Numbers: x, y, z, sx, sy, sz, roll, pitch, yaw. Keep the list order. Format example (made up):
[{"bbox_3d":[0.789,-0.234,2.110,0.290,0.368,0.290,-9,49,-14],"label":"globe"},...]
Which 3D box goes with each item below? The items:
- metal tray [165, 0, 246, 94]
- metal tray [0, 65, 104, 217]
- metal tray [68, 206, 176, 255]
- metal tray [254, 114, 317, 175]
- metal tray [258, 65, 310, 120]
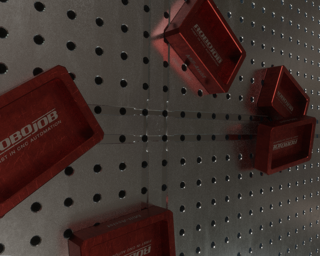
[{"bbox_3d":[0.074,-0.125,0.469,0.130,0.030,0.090,45,63,-31],"label":"metal tray"},{"bbox_3d":[-0.128,0.008,0.299,0.131,0.030,0.090,-41,115,-33],"label":"metal tray"},{"bbox_3d":[-0.039,0.156,0.374,0.131,0.030,0.089,-7,95,-40],"label":"metal tray"},{"bbox_3d":[0.237,0.029,0.583,0.131,0.030,0.089,-11,109,-30],"label":"metal tray"},{"bbox_3d":[0.251,-0.053,0.619,0.130,0.030,0.090,34,69,-35],"label":"metal tray"}]
